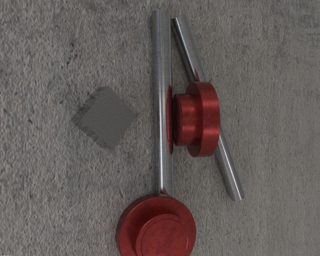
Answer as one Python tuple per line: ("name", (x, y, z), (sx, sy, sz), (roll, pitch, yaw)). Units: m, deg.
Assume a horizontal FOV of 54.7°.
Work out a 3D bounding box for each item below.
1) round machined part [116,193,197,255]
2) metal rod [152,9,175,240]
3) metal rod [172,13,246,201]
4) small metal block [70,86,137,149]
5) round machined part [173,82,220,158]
("round machined part", (-0.001, 0.132, 0.372), (0.099, 0.042, 0.097), (0, 91, -18))
("metal rod", (0.005, -0.002, 0.408), (0.025, 0.025, 0.298), (-2, 92, -40))
("metal rod", (0.077, -0.020, 0.468), (0.025, 0.025, 0.299), (-34, 111, -35))
("small metal block", (-0.063, -0.012, 0.352), (0.050, 0.025, 0.050), (48, 62, -30))
("round machined part", (0.041, -0.011, 0.400), (0.042, 0.098, 0.097), (-2, 91, -10))
